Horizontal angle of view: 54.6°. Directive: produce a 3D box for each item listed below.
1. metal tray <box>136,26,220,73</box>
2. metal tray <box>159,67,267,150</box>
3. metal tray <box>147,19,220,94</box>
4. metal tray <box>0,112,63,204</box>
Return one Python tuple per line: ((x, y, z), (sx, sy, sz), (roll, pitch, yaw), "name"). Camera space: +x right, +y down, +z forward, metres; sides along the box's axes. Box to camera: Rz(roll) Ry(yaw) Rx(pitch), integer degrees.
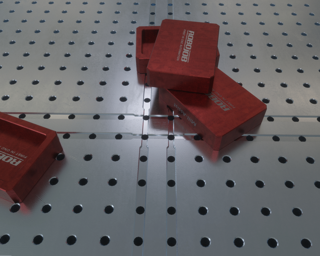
((0.026, -0.133, 0.516), (0.131, 0.030, 0.090), (-2, 50, -2), "metal tray")
((0.070, -0.039, 0.437), (0.091, 0.030, 0.130), (-29, 56, -22), "metal tray")
((0.037, -0.110, 0.457), (0.090, 0.030, 0.130), (8, 50, 6), "metal tray")
((-0.201, 0.027, 0.380), (0.130, 0.030, 0.090), (18, 52, 14), "metal tray")
